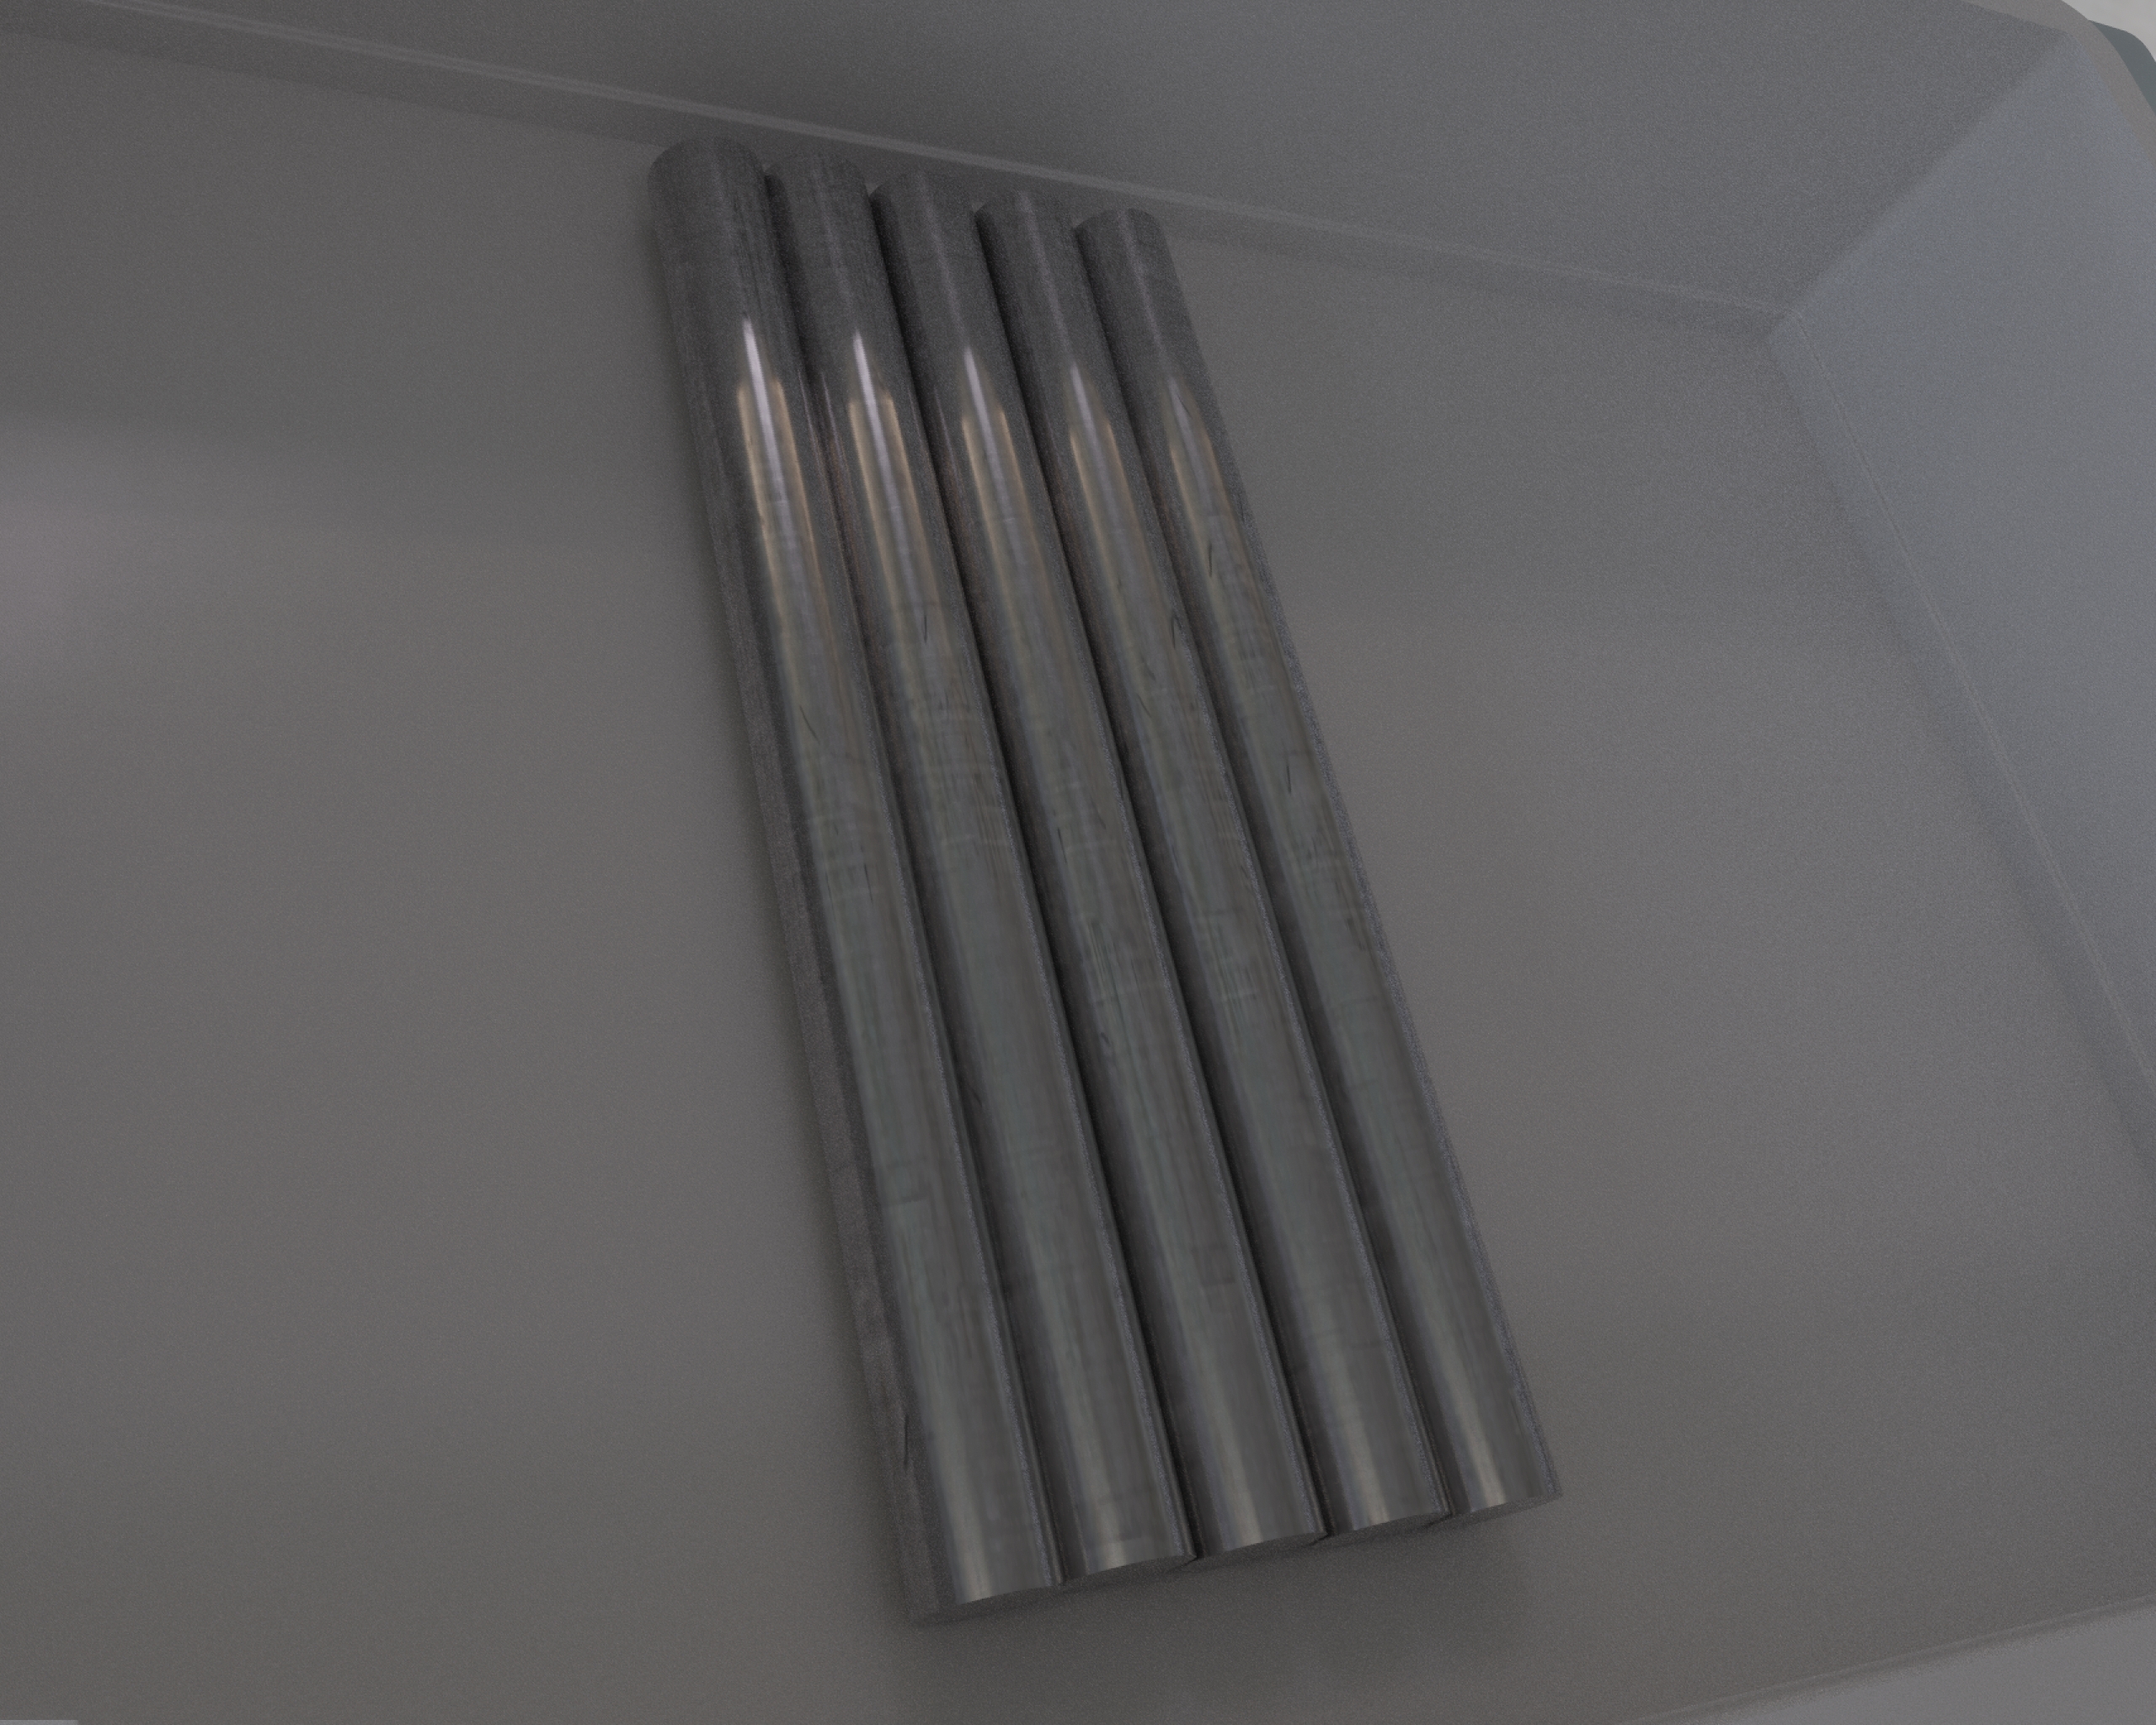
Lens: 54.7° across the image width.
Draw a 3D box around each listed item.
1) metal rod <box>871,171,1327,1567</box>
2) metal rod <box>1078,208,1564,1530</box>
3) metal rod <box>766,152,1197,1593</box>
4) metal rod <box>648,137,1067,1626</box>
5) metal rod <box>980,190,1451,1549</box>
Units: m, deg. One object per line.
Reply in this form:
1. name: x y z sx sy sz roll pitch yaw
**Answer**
1. metal rod: -0.004 -0.016 0.412 0.025 0.025 0.299 0 62 -28
2. metal rod: 0.042 -0.015 0.436 0.025 0.025 0.299 0 62 -28
3. metal rod: -0.026 -0.017 0.400 0.025 0.025 0.299 0 62 -28
4. metal rod: -0.047 -0.016 0.388 0.025 0.025 0.299 0 62 -28
5. metal rod: 0.019 -0.016 0.424 0.025 0.025 0.299 0 62 -28
